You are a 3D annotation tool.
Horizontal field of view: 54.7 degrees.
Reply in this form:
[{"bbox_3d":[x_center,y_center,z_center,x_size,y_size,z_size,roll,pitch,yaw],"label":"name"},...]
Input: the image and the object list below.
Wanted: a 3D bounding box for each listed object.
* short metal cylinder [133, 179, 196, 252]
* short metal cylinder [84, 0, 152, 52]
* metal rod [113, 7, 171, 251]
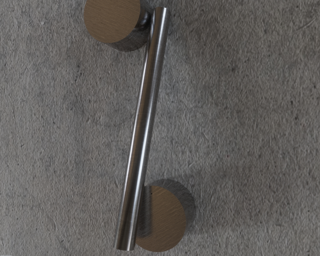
[{"bbox_3d":[0.001,0.109,0.395,0.080,0.050,0.080,0,90,20],"label":"short metal cylinder"},{"bbox_3d":[-0.053,-0.147,0.414,0.080,0.050,0.080,0,90,20],"label":"short metal cylinder"},{"bbox_3d":[-0.020,-0.008,0.382,0.025,0.025,0.299,5,79,20],"label":"metal rod"}]
